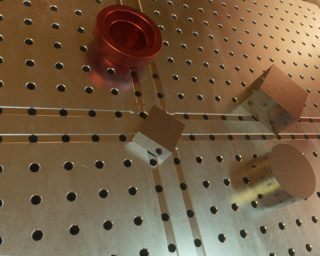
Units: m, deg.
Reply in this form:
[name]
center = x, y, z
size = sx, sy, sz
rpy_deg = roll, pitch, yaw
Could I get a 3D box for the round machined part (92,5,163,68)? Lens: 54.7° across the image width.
[round machined part]
center = -0.049, -0.127, 0.448
size = 0.099, 0.042, 0.098
rpy_deg = 14, 56, -21

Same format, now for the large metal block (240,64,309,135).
[large metal block]
center = 0.196, -0.049, 0.527
size = 0.080, 0.050, 0.080
rpy_deg = 40, 51, -1

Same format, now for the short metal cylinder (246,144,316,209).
[short metal cylinder]
center = 0.172, 0.069, 0.442
size = 0.081, 0.050, 0.080
rpy_deg = 14, 56, -21

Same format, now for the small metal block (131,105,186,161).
[small metal block]
center = -0.001, 0.006, 0.404
size = 0.050, 0.025, 0.050
rpy_deg = 33, 51, -7
